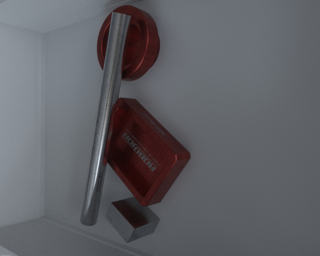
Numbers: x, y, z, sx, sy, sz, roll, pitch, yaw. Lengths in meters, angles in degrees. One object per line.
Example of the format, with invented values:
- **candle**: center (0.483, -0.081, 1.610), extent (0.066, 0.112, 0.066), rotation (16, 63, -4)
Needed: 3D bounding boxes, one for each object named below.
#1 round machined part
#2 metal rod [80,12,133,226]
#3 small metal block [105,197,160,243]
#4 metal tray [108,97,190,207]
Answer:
- **round machined part**: center (-0.039, -0.113, 0.426), extent (0.098, 0.042, 0.097), rotation (0, 90, 39)
- **metal rod**: center (-0.076, 0.000, 0.421), extent (0.025, 0.025, 0.298), rotation (26, 111, 37)
- **small metal block**: center (-0.037, 0.122, 0.419), extent (0.050, 0.050, 0.025), rotation (38, 113, 33)
- **metal tray**: center (-0.030, 0.030, 0.425), extent (0.130, 0.030, 0.089), rotation (45, 117, 30)
